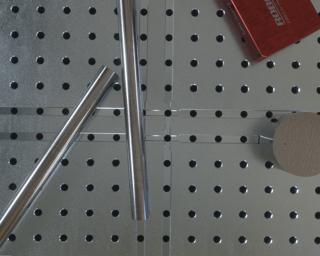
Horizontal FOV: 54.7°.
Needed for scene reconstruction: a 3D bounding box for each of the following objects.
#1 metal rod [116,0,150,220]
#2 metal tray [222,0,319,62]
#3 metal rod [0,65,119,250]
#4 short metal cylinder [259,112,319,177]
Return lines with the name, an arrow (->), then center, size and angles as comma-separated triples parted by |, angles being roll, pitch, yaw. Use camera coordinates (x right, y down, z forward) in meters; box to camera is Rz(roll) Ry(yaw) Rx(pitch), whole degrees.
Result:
metal rod -> -0.035, -0.029, 0.412 | 0.025, 0.025, 0.298 | -4, 90, -1
metal tray -> 0.142, -0.167, 0.413 | 0.090, 0.030, 0.130 | -29, 90, -1
metal rod -> -0.150, 0.047, 0.411 | 0.025, 0.025, 0.299 | 34, 90, -1
short metal cylinder -> 0.178, 0.020, 0.403 | 0.081, 0.050, 0.079 | 0, 90, -1
